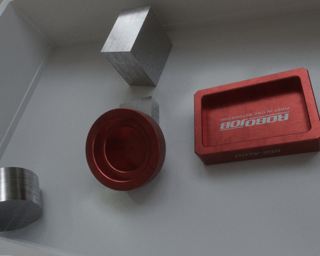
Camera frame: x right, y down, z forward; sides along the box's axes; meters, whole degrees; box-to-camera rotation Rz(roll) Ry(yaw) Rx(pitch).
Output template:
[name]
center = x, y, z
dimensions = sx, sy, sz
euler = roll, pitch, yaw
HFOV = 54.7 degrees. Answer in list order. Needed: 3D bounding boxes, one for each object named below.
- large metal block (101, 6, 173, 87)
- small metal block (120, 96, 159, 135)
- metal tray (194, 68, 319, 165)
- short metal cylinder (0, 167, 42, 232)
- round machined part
[large metal block]
center = -0.030, -0.118, 0.457
dimensions = 0.050, 0.080, 0.080
euler = 7, 65, 31
[small metal block]
center = -0.029, -0.011, 0.427
dimensions = 0.050, 0.025, 0.050
euler = -13, 56, 20
[metal tray]
center = 0.106, -0.011, 0.353
dimensions = 0.130, 0.030, 0.090
euler = -10, 57, 22
[short metal cylinder]
center = -0.204, 0.097, 0.416
dimensions = 0.080, 0.080, 0.050
euler = -31, 52, 8
[round machined part]
center = -0.038, 0.025, 0.382
dimensions = 0.098, 0.042, 0.097
euler = -1, 87, 21
